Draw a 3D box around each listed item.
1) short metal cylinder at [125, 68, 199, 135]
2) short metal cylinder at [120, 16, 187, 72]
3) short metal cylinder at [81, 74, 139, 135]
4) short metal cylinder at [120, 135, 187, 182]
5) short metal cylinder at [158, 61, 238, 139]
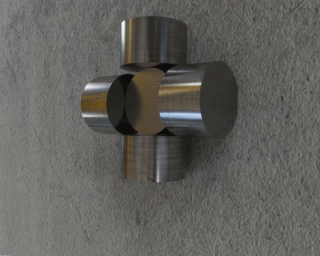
[{"bbox_3d":[0.002,-0.032,0.387,0.080,0.050,0.079,0,90,39],"label":"short metal cylinder"},{"bbox_3d":[-0.008,-0.097,0.374,0.080,0.081,0.050,2,92,39],"label":"short metal cylinder"},{"bbox_3d":[-0.058,-0.031,0.416,0.050,0.081,0.079,3,92,40],"label":"short metal cylinder"},{"bbox_3d":[-0.008,0.034,0.375,0.080,0.081,0.050,1,90,39],"label":"short metal cylinder"},{"bbox_3d":[0.043,-0.030,0.334,0.050,0.081,0.079,3,92,40],"label":"short metal cylinder"}]
